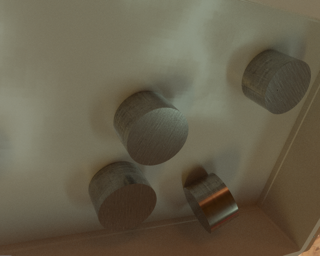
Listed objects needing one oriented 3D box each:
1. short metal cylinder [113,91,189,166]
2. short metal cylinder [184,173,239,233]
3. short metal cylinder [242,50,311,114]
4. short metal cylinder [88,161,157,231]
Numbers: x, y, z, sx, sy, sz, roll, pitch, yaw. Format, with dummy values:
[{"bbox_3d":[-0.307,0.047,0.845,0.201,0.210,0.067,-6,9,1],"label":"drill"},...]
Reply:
[{"bbox_3d":[-0.012,0.000,0.387,0.081,0.050,0.079,-14,125,-21],"label":"short metal cylinder"},{"bbox_3d":[0.080,0.118,0.493,0.050,0.080,0.080,-27,128,-12],"label":"short metal cylinder"},{"bbox_3d":[0.166,-0.066,0.445,0.081,0.050,0.079,-14,125,-21],"label":"short metal cylinder"},{"bbox_3d":[-0.052,0.093,0.423,0.081,0.050,0.079,-14,125,-21],"label":"short metal cylinder"}]
